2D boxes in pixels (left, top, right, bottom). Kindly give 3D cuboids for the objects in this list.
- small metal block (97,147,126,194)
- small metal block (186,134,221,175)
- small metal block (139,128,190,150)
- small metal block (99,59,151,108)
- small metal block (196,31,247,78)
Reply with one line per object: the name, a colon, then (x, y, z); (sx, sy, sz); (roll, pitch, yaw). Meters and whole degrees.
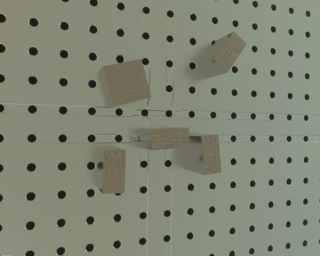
small metal block: (-0.060, 0.050, 0.377); (0.025, 0.050, 0.050); (2, 90, -20)
small metal block: (0.057, 0.034, 0.420); (0.025, 0.050, 0.050); (-6, 92, -20)
small metal block: (0.004, 0.013, 0.401); (0.050, 0.050, 0.025); (-3, 91, -20)
small metal block: (-0.044, -0.057, 0.396); (0.050, 0.025, 0.050); (-16, 96, -19)
small metal block: (0.084, -0.100, 0.430); (0.025, 0.050, 0.050); (39, 78, -16)
